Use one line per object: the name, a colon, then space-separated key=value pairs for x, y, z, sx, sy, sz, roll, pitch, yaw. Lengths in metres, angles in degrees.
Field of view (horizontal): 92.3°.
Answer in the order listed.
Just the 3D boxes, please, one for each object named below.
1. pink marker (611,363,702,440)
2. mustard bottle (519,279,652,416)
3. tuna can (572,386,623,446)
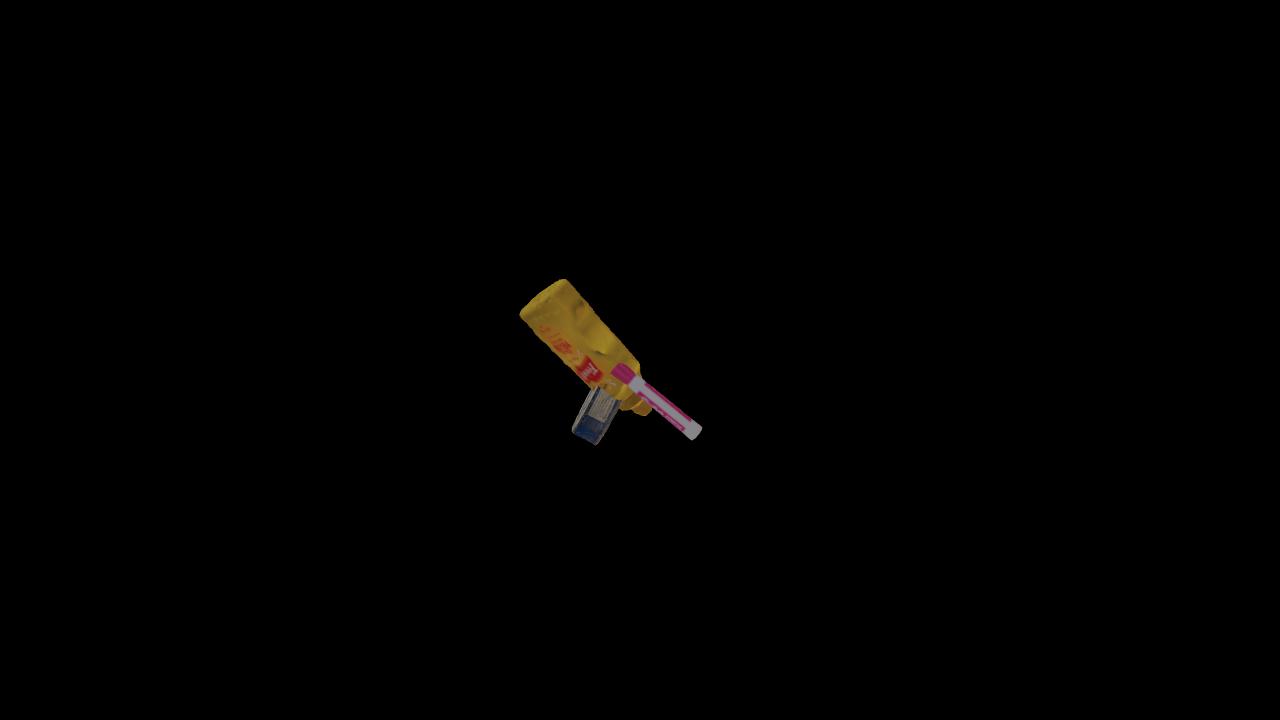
pink marker: x=0.016 y=0.042 z=0.665 sx=0.121 sy=0.020 sz=0.020 roll=40 pitch=-2 yaw=-2
mustard bottle: x=-0.049 y=-0.005 z=0.692 sx=0.092 sy=0.184 sz=0.054 roll=-22 pitch=25 yaw=50
tuna can: x=-0.048 y=0.056 z=0.721 sx=0.034 sy=0.084 sz=0.084 roll=28 pitch=-3 yaw=-6
